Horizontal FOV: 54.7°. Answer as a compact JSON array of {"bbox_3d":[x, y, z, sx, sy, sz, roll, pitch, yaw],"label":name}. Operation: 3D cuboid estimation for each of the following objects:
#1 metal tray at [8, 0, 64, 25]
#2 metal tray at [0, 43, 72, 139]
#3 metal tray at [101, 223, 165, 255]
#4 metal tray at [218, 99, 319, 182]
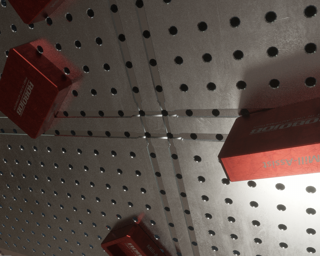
[{"bbox_3d":[-0.141,-0.194,0.360,0.130,0.030,0.090,-24,106,36],"label":"metal tray"},{"bbox_3d":[-0.200,-0.053,0.478,0.090,0.030,0.129,42,129,-1],"label":"metal tray"},{"bbox_3d":[-0.037,0.243,0.576,0.090,0.030,0.130,-32,101,38],"label":"metal tray"},{"bbox_3d":[0.132,0.008,0.304,0.130,0.090,0.030,-13,111,33],"label":"metal tray"}]
